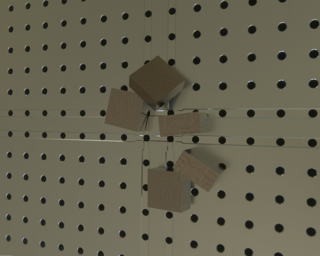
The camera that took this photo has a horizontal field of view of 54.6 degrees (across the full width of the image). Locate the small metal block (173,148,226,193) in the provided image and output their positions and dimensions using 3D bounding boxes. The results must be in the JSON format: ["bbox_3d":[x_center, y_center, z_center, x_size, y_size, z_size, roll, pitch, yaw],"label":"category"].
[{"bbox_3d":[0.050,0.050,0.382,0.050,0.050,0.025,34,101,16],"label":"small metal block"}]

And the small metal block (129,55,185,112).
[{"bbox_3d":[-0.004,-0.058,0.402,0.050,0.025,0.050,-40,75,-21],"label":"small metal block"}]

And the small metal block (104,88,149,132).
[{"bbox_3d":[-0.044,-0.025,0.429,0.050,0.025,0.050,14,95,19],"label":"small metal block"}]

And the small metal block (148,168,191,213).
[{"bbox_3d":[0.012,0.079,0.404,0.050,0.025,0.050,0,90,32],"label":"small metal block"}]

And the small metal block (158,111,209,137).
[{"bbox_3d":[0.031,-0.004,0.389,0.050,0.050,0.025,-6,88,20],"label":"small metal block"}]
